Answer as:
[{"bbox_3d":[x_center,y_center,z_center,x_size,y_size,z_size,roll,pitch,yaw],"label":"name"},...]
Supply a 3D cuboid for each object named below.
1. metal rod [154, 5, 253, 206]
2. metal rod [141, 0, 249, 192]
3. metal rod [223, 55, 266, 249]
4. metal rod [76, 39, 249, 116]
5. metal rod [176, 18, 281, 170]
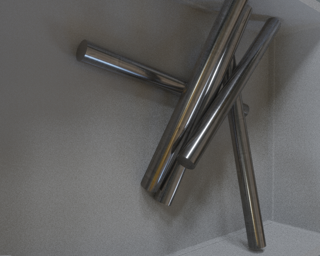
[{"bbox_3d":[0.063,-0.037,0.430,0.025,0.025,0.299,29,81,-37],"label":"metal rod"},{"bbox_3d":[0.047,-0.057,0.369,0.025,0.025,0.298,14,106,-40],"label":"metal rod"},{"bbox_3d":[0.121,0.026,0.464,0.025,0.025,0.298,-5,85,-40],"label":"metal rod"},{"bbox_3d":[0.028,-0.057,0.432,0.302,0.025,0.025,14,82,-39],"label":"metal rod"},{"bbox_3d":[0.109,-0.065,0.438,0.025,0.025,0.301,53,57,-27],"label":"metal rod"}]
